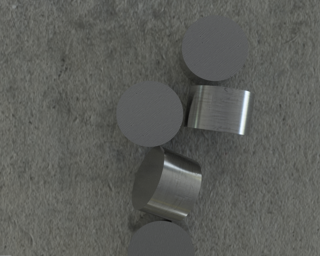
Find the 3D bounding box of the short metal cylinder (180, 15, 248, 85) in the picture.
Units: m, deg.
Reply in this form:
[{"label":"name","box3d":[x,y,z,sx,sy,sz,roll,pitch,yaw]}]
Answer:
[{"label":"short metal cylinder","box3d":[0.066,-0.097,0.398,0.081,0.050,0.079,0,90,-1]}]

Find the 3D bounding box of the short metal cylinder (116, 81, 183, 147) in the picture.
[{"label":"short metal cylinder","box3d":[-0.012,-0.017,0.397,0.081,0.050,0.079,0,90,-1]}]

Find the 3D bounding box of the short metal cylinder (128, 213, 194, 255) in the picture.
[{"label":"short metal cylinder","box3d":[0.001,0.151,0.398,0.081,0.050,0.079,0,90,-1]}]

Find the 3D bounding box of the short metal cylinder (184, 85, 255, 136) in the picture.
[{"label":"short metal cylinder","box3d":[0.073,-0.021,0.383,0.081,0.080,0.050,8,90,-1]}]

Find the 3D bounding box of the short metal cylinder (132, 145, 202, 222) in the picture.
[{"label":"short metal cylinder","box3d":[0.007,0.067,0.377,0.050,0.080,0.080,24,90,-19]}]
